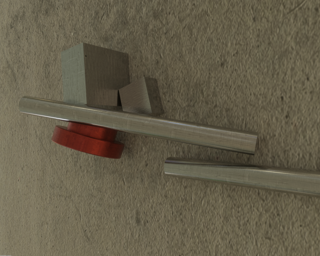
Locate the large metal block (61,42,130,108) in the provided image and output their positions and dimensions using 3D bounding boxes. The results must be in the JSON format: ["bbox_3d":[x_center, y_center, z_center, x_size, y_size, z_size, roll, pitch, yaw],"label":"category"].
[{"bbox_3d":[-0.089,-0.068,0.440,0.050,0.081,0.080,-7,86,39],"label":"large metal block"}]

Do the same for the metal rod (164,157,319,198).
[{"bbox_3d":[0.129,0.051,0.297,0.300,0.025,0.025,1,91,39],"label":"metal rod"}]

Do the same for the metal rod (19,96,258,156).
[{"bbox_3d":[-0.040,-0.007,0.370,0.301,0.025,0.025,10,97,18],"label":"metal rod"}]

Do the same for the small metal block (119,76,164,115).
[{"bbox_3d":[-0.026,-0.037,0.424,0.050,0.025,0.050,-20,77,38],"label":"small metal block"}]

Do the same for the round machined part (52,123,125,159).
[{"bbox_3d":[-0.097,0.009,0.437,0.098,0.098,0.042,15,88,38],"label":"round machined part"}]
